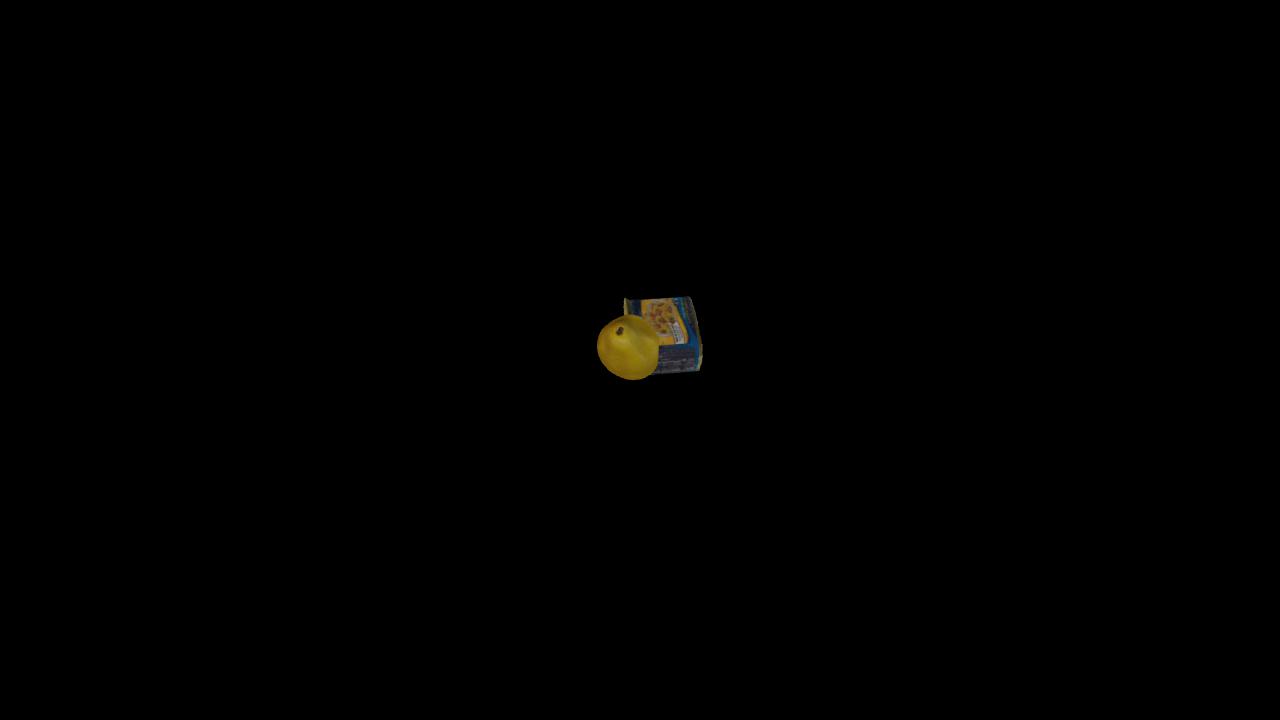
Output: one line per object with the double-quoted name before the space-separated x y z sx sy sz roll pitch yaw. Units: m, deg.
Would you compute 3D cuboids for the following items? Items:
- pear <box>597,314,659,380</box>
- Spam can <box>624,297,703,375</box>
"pear" -0.020 -0.022 0.712 0.080 0.080 0.111 0 -20 20
"Spam can" 0.027 -0.031 0.758 0.085 0.101 0.058 -5 -38 -4
